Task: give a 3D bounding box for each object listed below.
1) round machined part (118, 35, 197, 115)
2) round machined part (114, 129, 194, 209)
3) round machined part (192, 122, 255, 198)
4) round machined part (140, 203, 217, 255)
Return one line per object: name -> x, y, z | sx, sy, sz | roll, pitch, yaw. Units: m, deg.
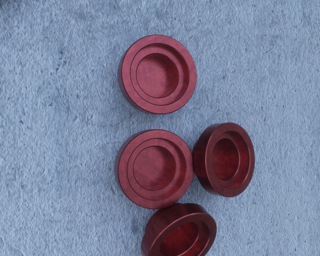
round machined part -> -0.006, -0.066, 0.397 | 0.099, 0.042, 0.097 | 0, 90, -20
round machined part -> -0.010, 0.050, 0.396 | 0.099, 0.042, 0.097 | 0, 90, -20
round machined part -> 0.081, 0.042, 0.420 | 0.099, 0.042, 0.097 | 3, 85, -37
round machined part -> 0.020, 0.135, 0.394 | 0.099, 0.042, 0.097 | -14, 121, -24
